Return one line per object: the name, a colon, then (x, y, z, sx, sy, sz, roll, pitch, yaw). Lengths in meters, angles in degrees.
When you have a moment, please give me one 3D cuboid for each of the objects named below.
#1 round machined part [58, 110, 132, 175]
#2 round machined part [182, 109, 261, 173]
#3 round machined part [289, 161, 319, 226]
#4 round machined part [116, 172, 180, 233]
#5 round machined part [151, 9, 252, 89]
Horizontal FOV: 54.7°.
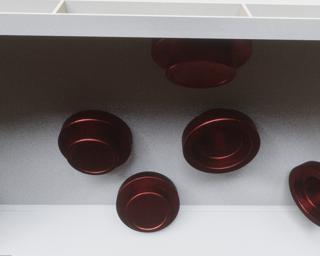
round machined part: (-0.088, 0.026, 0.419, 0.099, 0.042, 0.097, -1, 130, 0)
round machined part: (0.078, 0.013, 0.410, 0.099, 0.042, 0.097, -1, 130, 0)
round machined part: (0.240, 0.093, 0.451, 0.042, 0.098, 0.097, -20, 132, -16)
round machined part: (-0.018, 0.120, 0.477, 0.099, 0.042, 0.097, -1, 106, -3)
round machined part: (0.040, -0.070, 0.307, 0.099, 0.042, 0.098, 2, 166, 1)
